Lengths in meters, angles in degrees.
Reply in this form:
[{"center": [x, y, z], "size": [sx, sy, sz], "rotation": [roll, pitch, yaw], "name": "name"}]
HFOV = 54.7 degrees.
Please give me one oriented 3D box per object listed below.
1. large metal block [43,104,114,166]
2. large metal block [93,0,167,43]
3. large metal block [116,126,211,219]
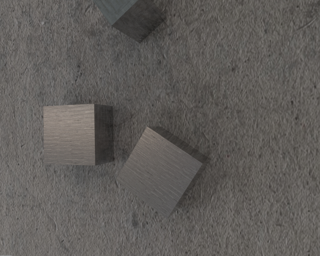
[{"center": [-0.113, 0.009, 0.436], "size": [0.080, 0.050, 0.080], "rotation": [-1, 90, 20], "name": "large metal block"}, {"center": [-0.046, -0.165, 0.396], "size": [0.050, 0.080, 0.080], "rotation": [-39, 78, 16], "name": "large metal block"}, {"center": [0.005, 0.053, 0.394], "size": [0.080, 0.050, 0.080], "rotation": [34, 101, 16], "name": "large metal block"}]
